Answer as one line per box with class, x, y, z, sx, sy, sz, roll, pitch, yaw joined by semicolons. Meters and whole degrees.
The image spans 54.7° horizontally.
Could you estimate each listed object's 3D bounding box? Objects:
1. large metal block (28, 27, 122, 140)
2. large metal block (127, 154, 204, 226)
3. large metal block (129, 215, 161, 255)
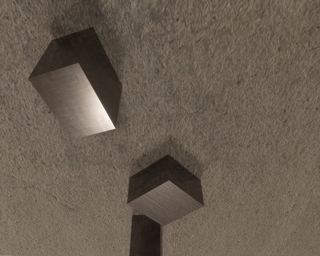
large metal block;-0.082;-0.048;0.329;0.050;0.080;0.080;-14;129;11
large metal block;0.009;0.097;0.474;0.080;0.050;0.080;-34;123;25
large metal block;-0.022;0.212;0.551;0.050;0.080;0.079;-3;130;2
